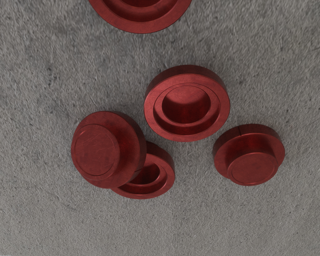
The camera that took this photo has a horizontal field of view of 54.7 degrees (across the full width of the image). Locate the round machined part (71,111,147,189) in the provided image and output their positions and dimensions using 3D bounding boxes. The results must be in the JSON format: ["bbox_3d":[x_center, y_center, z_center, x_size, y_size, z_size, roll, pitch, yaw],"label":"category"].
[{"bbox_3d":[-0.070,0.028,0.383,0.098,0.042,0.097,1,93,22],"label":"round machined part"}]

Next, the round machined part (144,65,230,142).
[{"bbox_3d":[0.031,-0.032,0.368,0.099,0.042,0.097,0,130,0],"label":"round machined part"}]

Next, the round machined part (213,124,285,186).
[{"bbox_3d":[0.126,0.044,0.435,0.099,0.042,0.097,0,130,0],"label":"round machined part"}]

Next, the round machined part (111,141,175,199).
[{"bbox_3d":[-0.028,0.056,0.443,0.099,0.042,0.097,0,130,0],"label":"round machined part"}]

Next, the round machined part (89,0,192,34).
[{"bbox_3d":[-0.018,-0.139,0.277,0.099,0.042,0.097,0,130,0],"label":"round machined part"}]
